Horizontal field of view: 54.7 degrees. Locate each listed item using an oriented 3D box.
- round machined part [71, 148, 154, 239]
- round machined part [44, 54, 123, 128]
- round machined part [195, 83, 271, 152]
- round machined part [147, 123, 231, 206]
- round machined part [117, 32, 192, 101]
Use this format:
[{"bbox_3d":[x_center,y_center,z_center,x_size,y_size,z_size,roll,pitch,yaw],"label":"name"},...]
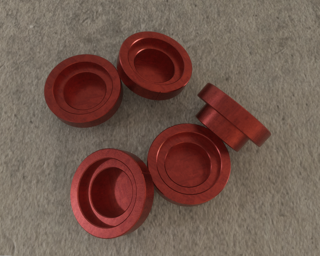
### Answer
[{"bbox_3d":[-0.051,0.074,0.358,0.098,0.042,0.098,-5,78,23],"label":"round machined part"},{"bbox_3d":[-0.098,-0.046,0.414,0.099,0.042,0.098,0,70,1],"label":"round machined part"},{"bbox_3d":[0.082,-0.008,0.378,0.098,0.098,0.042,42,98,13],"label":"round machined part"},{"bbox_3d":[0.033,0.047,0.380,0.099,0.042,0.098,1,69,-3],"label":"round machined part"},{"bbox_3d":[-0.010,-0.079,0.418,0.099,0.042,0.098,8,62,-15],"label":"round machined part"}]
